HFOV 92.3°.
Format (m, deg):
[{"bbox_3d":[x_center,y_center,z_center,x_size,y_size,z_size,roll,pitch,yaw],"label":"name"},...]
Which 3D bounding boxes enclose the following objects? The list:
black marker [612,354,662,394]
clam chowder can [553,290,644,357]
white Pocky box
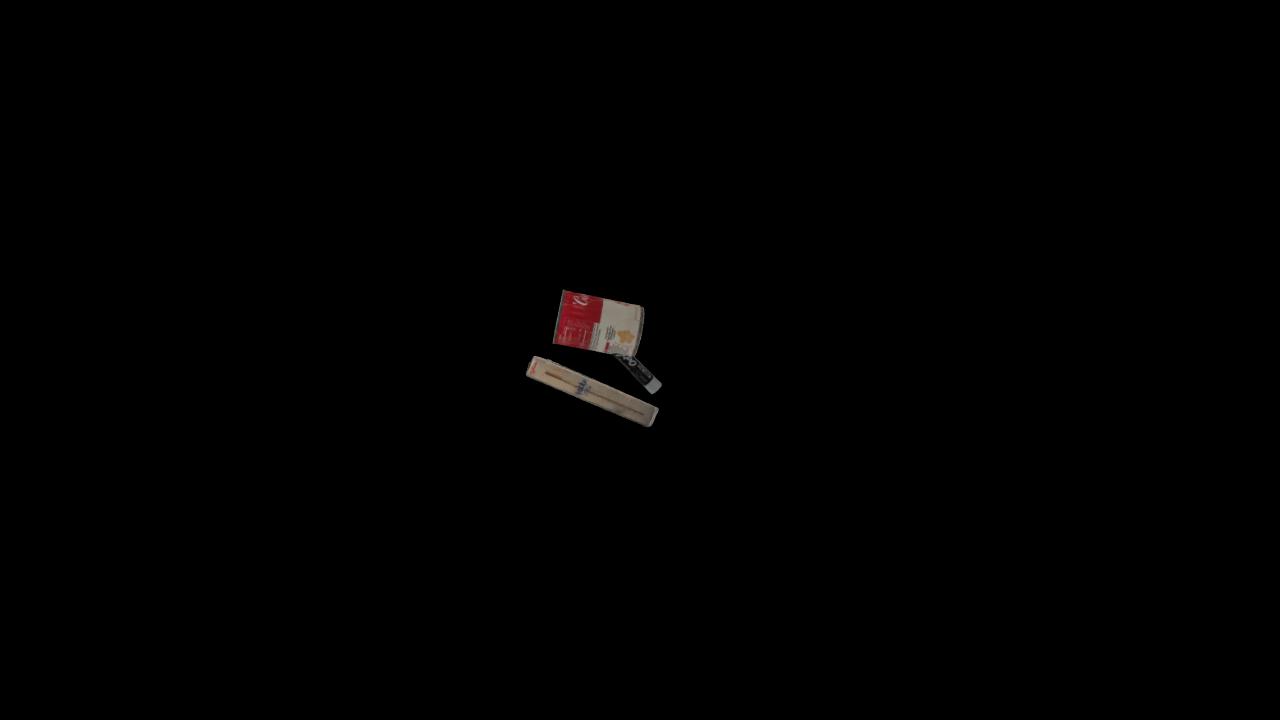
[{"bbox_3d":[-0.021,-0.006,0.755,0.121,0.020,0.020,45,-12,-12],"label":"black marker"},{"bbox_3d":[-0.051,-0.043,0.753,0.102,0.068,0.068,11,-2,-8],"label":"clam chowder can"},{"bbox_3d":[-0.053,0.038,0.731,0.154,0.028,0.084,23,-2,5],"label":"white Pocky box"}]
